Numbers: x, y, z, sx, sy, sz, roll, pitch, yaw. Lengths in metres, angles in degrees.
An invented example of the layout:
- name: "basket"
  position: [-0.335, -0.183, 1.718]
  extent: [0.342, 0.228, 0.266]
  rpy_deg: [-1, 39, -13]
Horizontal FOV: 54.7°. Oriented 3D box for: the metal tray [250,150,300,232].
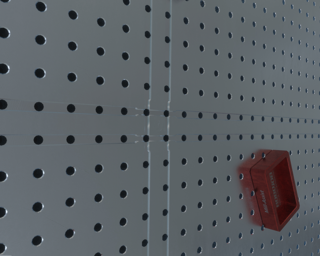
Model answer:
- name: "metal tray"
  position: [0.223, 0.118, 0.593]
  extent: [0.091, 0.030, 0.129]
  rpy_deg: [-28, 108, -36]
